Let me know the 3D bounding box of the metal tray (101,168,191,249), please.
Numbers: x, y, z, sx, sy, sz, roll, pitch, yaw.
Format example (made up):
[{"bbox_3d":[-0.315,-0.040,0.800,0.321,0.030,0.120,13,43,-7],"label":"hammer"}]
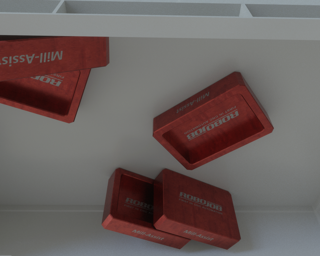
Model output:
[{"bbox_3d":[-0.016,0.121,0.469,0.131,0.090,0.030,22,126,-19],"label":"metal tray"}]

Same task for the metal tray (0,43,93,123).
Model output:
[{"bbox_3d":[-0.150,-0.063,0.349,0.131,0.030,0.089,18,128,-15],"label":"metal tray"}]

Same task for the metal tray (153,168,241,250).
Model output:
[{"bbox_3d":[0.055,0.123,0.471,0.131,0.090,0.030,23,126,-19],"label":"metal tray"}]

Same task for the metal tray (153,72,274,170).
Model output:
[{"bbox_3d":[0.067,-0.004,0.403,0.130,0.030,0.090,-29,125,22],"label":"metal tray"}]

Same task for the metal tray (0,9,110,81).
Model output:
[{"bbox_3d":[-0.121,-0.074,0.264,0.131,0.090,0.030,-15,127,-29],"label":"metal tray"}]
